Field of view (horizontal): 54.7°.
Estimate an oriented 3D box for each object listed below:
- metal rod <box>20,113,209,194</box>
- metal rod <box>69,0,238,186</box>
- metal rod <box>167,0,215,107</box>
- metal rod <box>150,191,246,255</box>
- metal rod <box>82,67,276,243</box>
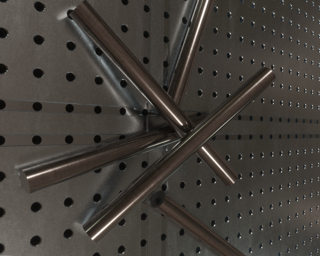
[{"bbox_3d":[-0.019,0.018,0.395,0.302,0.025,0.025,-17,101,-39],"label":"metal rod"},{"bbox_3d":[0.006,-0.029,0.390,0.300,0.025,0.025,47,62,-21],"label":"metal rod"},{"bbox_3d":[0.057,-0.155,0.458,0.025,0.025,0.299,29,72,-37],"label":"metal rod"},{"bbox_3d":[0.090,0.182,0.487,0.300,0.025,0.025,43,64,-32],"label":"metal rod"},{"bbox_3d":[0.033,0.024,0.380,0.301,0.025,0.025,-40,117,-13],"label":"metal rod"}]
